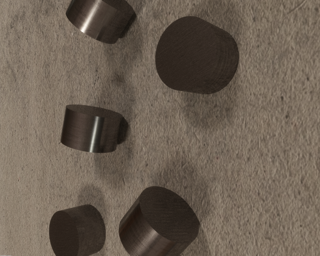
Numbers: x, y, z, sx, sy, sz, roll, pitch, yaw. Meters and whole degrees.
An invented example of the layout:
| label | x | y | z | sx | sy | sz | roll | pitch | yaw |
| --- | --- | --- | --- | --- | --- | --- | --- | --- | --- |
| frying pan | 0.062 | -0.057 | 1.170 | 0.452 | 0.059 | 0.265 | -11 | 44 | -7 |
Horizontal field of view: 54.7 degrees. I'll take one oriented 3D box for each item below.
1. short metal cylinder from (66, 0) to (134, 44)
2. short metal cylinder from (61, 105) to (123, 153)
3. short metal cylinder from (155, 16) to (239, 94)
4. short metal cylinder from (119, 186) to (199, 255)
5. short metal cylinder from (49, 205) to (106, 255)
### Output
| label | x | y | z | sx | sy | sz | roll | pitch | yaw |
| --- | --- | --- | --- | --- | --- | --- | --- | --- | --- |
| short metal cylinder | -0.084 | -0.164 | 0.436 | 0.050 | 0.081 | 0.080 | -52 | 60 | 27 |
| short metal cylinder | -0.098 | -0.001 | 0.448 | 0.080 | 0.081 | 0.050 | 20 | 103 | 38 |
| short metal cylinder | 0.042 | -0.080 | 0.353 | 0.080 | 0.050 | 0.079 | 0 | 90 | 39 |
| short metal cylinder | -0.001 | 0.116 | 0.369 | 0.080 | 0.081 | 0.050 | 49 | 119 | 28 |
| short metal cylinder | -0.133 | 0.167 | 0.495 | 0.080 | 0.050 | 0.079 | 0 | 90 | 39 |
